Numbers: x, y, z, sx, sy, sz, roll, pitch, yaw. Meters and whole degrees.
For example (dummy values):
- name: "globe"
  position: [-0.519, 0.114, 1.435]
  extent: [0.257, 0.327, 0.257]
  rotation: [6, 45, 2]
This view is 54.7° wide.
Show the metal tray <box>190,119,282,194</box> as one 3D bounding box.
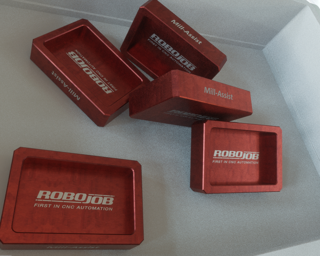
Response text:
- name: "metal tray"
  position: [0.104, 0.039, 0.412]
  extent: [0.131, 0.030, 0.090]
  rotation: [4, 84, -26]

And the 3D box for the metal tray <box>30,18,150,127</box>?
- name: "metal tray"
  position: [-0.087, -0.074, 0.400]
  extent: [0.130, 0.030, 0.090]
  rotation: [45, 51, 3]

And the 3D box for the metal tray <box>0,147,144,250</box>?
- name: "metal tray"
  position: [-0.084, 0.073, 0.312]
  extent: [0.131, 0.030, 0.090]
  rotation: [10, 58, -23]

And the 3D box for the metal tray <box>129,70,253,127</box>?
- name: "metal tray"
  position: [0.039, -0.029, 0.383]
  extent: [0.131, 0.090, 0.030]
  rotation: [8, 72, -38]

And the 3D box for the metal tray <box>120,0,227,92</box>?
- name: "metal tray"
  position: [0.016, -0.103, 0.434]
  extent: [0.130, 0.090, 0.030]
  rotation: [38, 51, -3]
